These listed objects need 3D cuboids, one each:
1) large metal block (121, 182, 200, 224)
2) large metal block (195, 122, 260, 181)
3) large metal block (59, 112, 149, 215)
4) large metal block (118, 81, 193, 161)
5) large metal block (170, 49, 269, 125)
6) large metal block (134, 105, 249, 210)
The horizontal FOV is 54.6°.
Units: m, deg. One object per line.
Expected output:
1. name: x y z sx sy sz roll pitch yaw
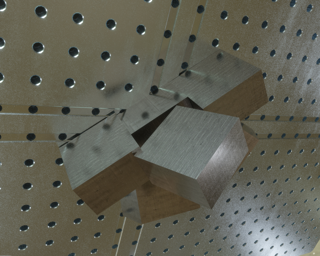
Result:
1. large metal block: -0.005 0.088 0.418 0.081 0.080 0.050 -9 86 -24
2. large metal block: 0.088 0.027 0.431 0.050 0.080 0.080 33 103 4
3. large metal block: -0.062 0.039 0.363 0.080 0.080 0.050 -33 129 -7
4. large metal block: 0.004 0.001 0.399 0.080 0.050 0.080 -34 129 -6
5. large metal block: 0.072 -0.045 0.386 0.080 0.080 0.050 -34 129 -6
6. large metal block: 0.035 0.027 0.329 0.080 0.080 0.050 -50 134 -26
